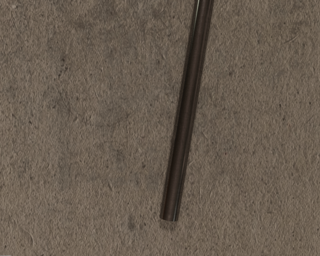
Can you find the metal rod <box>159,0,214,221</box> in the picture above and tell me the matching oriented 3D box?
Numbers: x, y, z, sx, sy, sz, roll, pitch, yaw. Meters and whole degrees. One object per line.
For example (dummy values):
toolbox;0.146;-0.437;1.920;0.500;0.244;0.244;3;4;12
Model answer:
metal rod;0.036;-0.028;0.410;0.025;0.025;0.298;9;90;-1
